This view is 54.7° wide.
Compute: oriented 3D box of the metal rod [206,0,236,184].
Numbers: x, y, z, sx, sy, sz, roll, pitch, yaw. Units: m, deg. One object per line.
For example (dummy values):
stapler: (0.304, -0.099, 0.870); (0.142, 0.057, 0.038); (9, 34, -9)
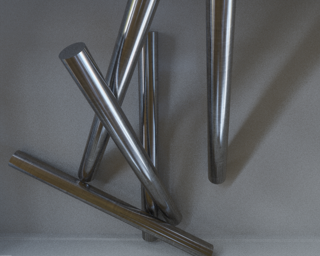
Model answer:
metal rod: (0.063, -0.033, 0.333); (0.025, 0.025, 0.298); (-7, 136, 3)

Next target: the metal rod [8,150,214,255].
metal rod: (-0.065, 0.109, 0.430); (0.301, 0.025, 0.025); (27, 108, -2)

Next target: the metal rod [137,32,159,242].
metal rod: (-0.015, 0.025, 0.420); (0.025, 0.025, 0.298); (0, 110, 0)

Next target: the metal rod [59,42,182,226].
metal rod: (-0.027, 0.035, 0.363); (0.025, 0.025, 0.299); (-19, 132, 7)

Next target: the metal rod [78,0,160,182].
metal rod: (-0.053, -0.031, 0.335); (0.025, 0.025, 0.298); (20, 133, -8)
